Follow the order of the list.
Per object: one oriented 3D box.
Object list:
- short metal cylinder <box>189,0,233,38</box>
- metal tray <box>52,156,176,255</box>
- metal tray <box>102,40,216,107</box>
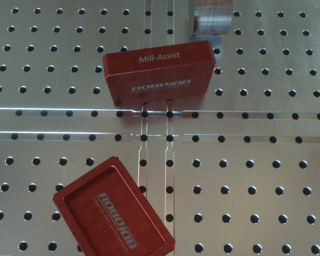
[{"bbox_3d":[0.070,-0.172,0.446,0.050,0.080,0.080,-2,70,-1],"label":"short metal cylinder"},{"bbox_3d":[-0.054,0.111,0.368,0.090,0.030,0.130,-34,74,-12],"label":"metal tray"},{"bbox_3d":[-0.001,-0.067,0.401,0.131,0.090,0.030,-9,71,-3],"label":"metal tray"}]
